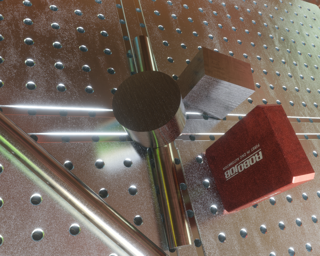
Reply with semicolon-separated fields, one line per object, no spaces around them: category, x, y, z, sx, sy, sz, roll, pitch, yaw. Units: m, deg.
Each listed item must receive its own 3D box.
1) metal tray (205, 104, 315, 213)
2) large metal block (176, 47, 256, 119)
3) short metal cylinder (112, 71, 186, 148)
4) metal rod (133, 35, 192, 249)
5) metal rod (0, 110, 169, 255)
metal tray;0.110;0.041;0.374;0.030;0.129;0.090;-5;64;-26
large metal block;0.077;-0.062;0.452;0.081;0.080;0.050;14;56;-21
short metal cylinder;-0.011;-0.022;0.375;0.080;0.050;0.080;-5;65;10
metal rod;-0.003;-0.001;0.406;0.025;0.025;0.299;3;60;-27
metal rod;-0.074;0.077;0.320;0.300;0.025;0.025;41;51;0
